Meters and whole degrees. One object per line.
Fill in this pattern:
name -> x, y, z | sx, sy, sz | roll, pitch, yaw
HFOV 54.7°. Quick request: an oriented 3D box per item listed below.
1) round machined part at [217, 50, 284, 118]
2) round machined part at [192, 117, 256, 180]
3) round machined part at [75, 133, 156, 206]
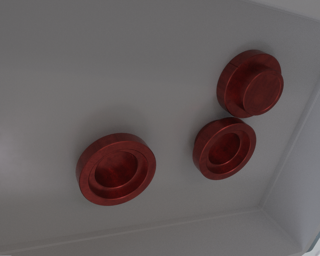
round machined part -> 0.132, -0.056, 0.435 | 0.099, 0.042, 0.097 | -14, 124, -21
round machined part -> 0.091, 0.026, 0.464 | 0.099, 0.042, 0.097 | -14, 124, -21
round machined part -> -0.058, 0.048, 0.395 | 0.099, 0.042, 0.097 | -14, 124, -21
